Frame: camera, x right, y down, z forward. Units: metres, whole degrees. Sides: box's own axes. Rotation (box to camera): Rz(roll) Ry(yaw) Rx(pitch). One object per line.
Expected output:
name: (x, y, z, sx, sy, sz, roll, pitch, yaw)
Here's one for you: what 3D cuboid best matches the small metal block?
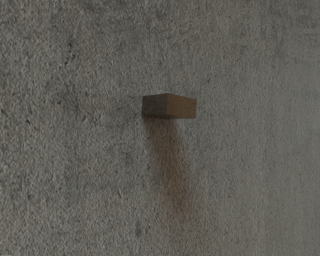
small metal block: (0.012, -0.027, 0.401, 0.050, 0.050, 0.025, 7, 86, -40)
